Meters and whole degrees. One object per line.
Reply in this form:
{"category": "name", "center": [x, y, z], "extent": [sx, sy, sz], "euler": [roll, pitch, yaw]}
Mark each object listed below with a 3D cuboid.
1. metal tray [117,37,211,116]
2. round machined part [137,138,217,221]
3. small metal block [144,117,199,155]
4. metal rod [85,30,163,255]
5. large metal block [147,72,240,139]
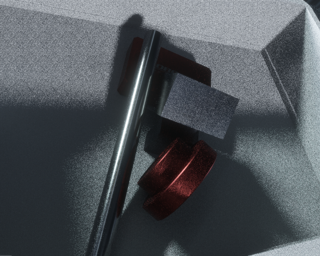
{"category": "metal tray", "center": [0.011, -0.070, 0.453], "extent": [0.131, 0.030, 0.090], "euler": [20, 54, -17]}
{"category": "round machined part", "center": [0.013, 0.049, 0.338], "extent": [0.042, 0.097, 0.098], "euler": [42, 51, 0]}
{"category": "small metal block", "center": [0.014, 0.015, 0.389], "extent": [0.050, 0.050, 0.025], "euler": [20, 54, -17]}
{"category": "metal rod", "center": [-0.035, 0.005, 0.358], "extent": [0.025, 0.025, 0.300], "euler": [20, 62, -17]}
{"category": "large metal block", "center": [0.036, -0.030, 0.382], "extent": [0.080, 0.080, 0.050], "euler": [20, 95, -17]}
